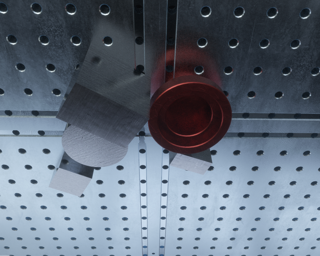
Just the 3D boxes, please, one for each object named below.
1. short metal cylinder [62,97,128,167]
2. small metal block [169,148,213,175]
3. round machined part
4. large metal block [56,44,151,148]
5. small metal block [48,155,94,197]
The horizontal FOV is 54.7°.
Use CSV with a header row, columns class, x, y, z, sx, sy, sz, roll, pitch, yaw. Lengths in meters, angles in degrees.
class,x,y,z,sx,sy,sz,roll,pitch,yaw
short metal cylinder,-0.080,0.005,0.398,0.081,0.050,0.079,-1,130,0
small metal block,0.040,0.031,0.423,0.050,0.050,0.025,18,128,-15
round machined part,0.034,-0.019,0.378,0.099,0.042,0.097,-2,122,-3
large metal block,-0.058,-0.036,0.344,0.080,0.080,0.050,26,125,-21
small metal block,-0.135,0.074,0.473,0.050,0.025,0.050,23,126,-19
